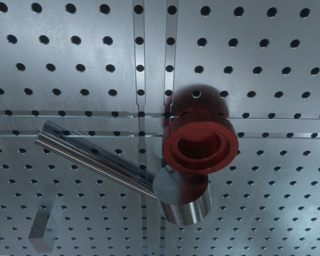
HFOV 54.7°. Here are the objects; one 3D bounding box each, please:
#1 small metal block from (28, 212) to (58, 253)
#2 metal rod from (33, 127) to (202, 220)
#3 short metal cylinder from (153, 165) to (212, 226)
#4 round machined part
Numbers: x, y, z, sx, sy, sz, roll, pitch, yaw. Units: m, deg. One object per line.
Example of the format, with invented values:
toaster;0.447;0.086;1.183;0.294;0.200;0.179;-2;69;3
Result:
small metal block;-0.206;0.187;0.551;0.025;0.050;0.050;-3;130;2
metal rod;-0.047;0.081;0.479;0.301;0.025;0.025;32;123;-25
short metal cylinder;0.034;0.095;0.457;0.080;0.080;0.050;-9;130;7
round machined part;0.052;0.016;0.415;0.099;0.042;0.097;-1;130;0
